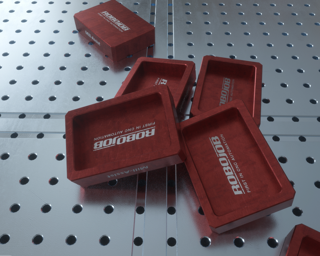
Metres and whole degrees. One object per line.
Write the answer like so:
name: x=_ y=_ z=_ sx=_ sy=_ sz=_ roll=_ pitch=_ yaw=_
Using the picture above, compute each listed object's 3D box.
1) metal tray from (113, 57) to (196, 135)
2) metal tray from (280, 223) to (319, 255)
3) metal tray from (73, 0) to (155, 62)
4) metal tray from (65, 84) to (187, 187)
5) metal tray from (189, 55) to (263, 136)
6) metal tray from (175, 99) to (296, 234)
metal tray: x=-0.009 y=-0.047 z=0.436 sx=0.090 sy=0.030 sz=0.130 roll=9 pitch=50 yaw=18
metal tray: x=0.169 y=0.156 z=0.273 sx=0.130 sy=0.030 sz=0.090 roll=24 pitch=54 yaw=19
metal tray: x=-0.082 y=-0.178 z=0.554 sx=0.091 sy=0.030 sz=0.130 roll=-32 pitch=57 yaw=-24
metal tray: x=-0.043 y=0.009 z=0.361 sx=0.130 sy=0.030 sz=0.090 roll=-15 pitch=63 yaw=9
metal tray: x=0.097 y=-0.049 z=0.445 sx=0.090 sy=0.030 sz=0.130 roll=10 pitch=51 yaw=8
metal tray: x=0.077 y=0.038 z=0.347 sx=0.090 sy=0.030 sz=0.130 roll=-23 pitch=57 yaw=5
